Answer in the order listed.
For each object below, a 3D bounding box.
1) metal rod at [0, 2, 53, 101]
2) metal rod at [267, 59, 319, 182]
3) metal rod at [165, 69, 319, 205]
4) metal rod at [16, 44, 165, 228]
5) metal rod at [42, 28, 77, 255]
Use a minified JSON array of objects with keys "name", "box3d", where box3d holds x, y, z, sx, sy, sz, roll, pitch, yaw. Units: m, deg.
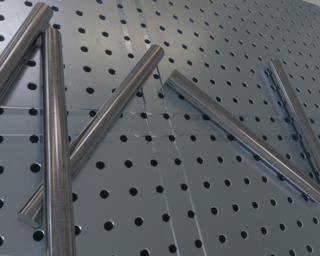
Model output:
[{"name":"metal rod","box3d":[-0.182,-0.039,0.333,0.025,0.025,0.300,22,53,-15]},{"name":"metal rod","box3d":[0.253,0.006,0.539,0.025,0.025,0.299,0,62,-28]},{"name":"metal rod","box3d":[0.133,0.015,0.469,0.300,0.025,0.025,38,51,-2]},{"name":"metal rod","box3d":[-0.064,-0.016,0.382,0.025,0.025,0.301,35,51,-6]},{"name":"metal rod","box3d":[-0.109,0.001,0.324,0.025,0.025,0.299,4,52,-26]}]
